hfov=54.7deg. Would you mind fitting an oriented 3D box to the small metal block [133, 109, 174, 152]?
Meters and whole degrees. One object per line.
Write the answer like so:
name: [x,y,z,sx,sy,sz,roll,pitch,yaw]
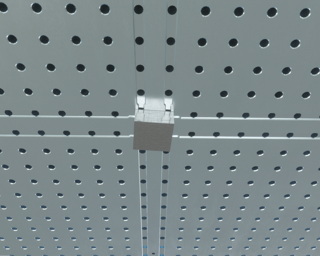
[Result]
small metal block: [-0.009,0.004,0.414,0.050,0.025,0.050,4,130,-4]
